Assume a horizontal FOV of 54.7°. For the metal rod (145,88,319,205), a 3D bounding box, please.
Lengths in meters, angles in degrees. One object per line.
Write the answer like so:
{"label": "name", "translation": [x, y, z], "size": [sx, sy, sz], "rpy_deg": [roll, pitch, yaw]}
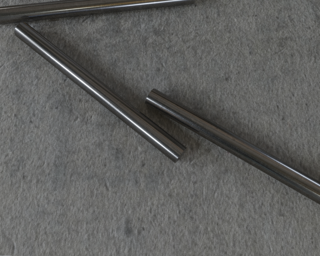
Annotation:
{"label": "metal rod", "translation": [0.114, 0.032, 0.397], "size": [0.301, 0.025, 0.025], "rpy_deg": [30, 73, 10]}

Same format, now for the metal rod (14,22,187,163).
{"label": "metal rod", "translation": [-0.089, -0.055, 0.427], "size": [0.300, 0.025, 0.025], "rpy_deg": [38, 74, 12]}

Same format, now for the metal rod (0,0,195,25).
{"label": "metal rod", "translation": [-0.098, -0.188, 0.475], "size": [0.302, 0.025, 0.025], "rpy_deg": [-7, 70, -3]}
